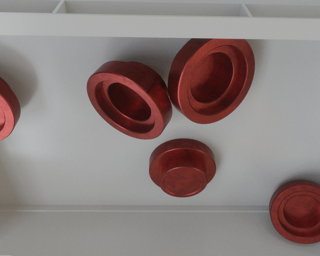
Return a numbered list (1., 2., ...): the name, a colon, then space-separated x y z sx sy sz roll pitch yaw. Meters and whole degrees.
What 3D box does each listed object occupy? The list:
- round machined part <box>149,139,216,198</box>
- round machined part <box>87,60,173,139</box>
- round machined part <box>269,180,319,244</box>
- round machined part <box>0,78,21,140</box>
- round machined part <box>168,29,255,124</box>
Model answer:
1. round machined part: 0.033 0.065 0.454 0.099 0.042 0.097 -1 130 0
2. round machined part: -0.029 -0.036 0.349 0.098 0.042 0.097 22 145 17
3. round machined part: 0.225 0.129 0.492 0.098 0.042 0.097 2 100 12
4. round machined part: -0.217 -0.031 0.368 0.099 0.042 0.097 -1 130 0
5. round machined part: 0.050 -0.057 0.333 0.099 0.042 0.097 -17 125 -25
